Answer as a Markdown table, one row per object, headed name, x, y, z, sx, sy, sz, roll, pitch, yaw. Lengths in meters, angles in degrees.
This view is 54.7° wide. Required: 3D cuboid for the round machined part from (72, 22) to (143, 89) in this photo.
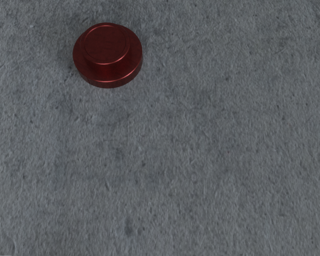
| name | x | y | z | sx | sy | sz | roll | pitch | yaw |
| --- | --- | --- | --- | --- | --- | --- | --- | --- | --- |
| round machined part | -0.074 | -0.109 | 0.438 | 0.099 | 0.042 | 0.098 | 0 | 70 | -1 |
